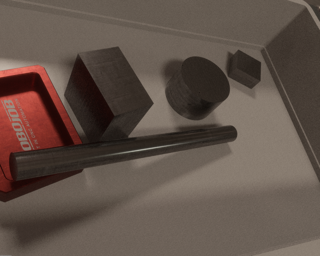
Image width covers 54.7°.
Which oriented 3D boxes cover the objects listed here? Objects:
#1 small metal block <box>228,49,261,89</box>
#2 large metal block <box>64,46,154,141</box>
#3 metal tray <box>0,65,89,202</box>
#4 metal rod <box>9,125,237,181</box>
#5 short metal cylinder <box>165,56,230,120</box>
[{"bbox_3d":[0.152,-0.105,0.554,0.050,0.025,0.050,25,53,-13],"label":"small metal block"},{"bbox_3d":[-0.063,-0.034,0.358,0.050,0.080,0.080,-22,74,-36],"label":"large metal block"},{"bbox_3d":[-0.144,0.000,0.325,0.091,0.030,0.130,-20,73,-36],"label":"metal tray"},{"bbox_3d":[-0.010,0.021,0.362,0.302,0.025,0.025,-6,65,-40],"label":"metal rod"},{"bbox_3d":[0.055,-0.058,0.456,0.081,0.050,0.080,14,56,-21],"label":"short metal cylinder"}]
